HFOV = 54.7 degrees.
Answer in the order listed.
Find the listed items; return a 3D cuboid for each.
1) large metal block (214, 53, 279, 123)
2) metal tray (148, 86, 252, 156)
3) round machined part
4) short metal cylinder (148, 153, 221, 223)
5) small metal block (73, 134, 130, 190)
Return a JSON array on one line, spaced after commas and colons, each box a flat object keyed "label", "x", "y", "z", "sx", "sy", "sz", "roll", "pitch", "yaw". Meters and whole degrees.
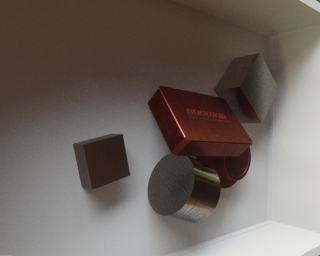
[{"label": "large metal block", "x": 0.146, "y": -0.064, "z": 0.516, "sx": 0.080, "sy": 0.050, "sz": 0.080, "roll": 50, "pitch": 60, "yaw": -29}, {"label": "metal tray", "x": 0.056, "y": -0.007, "z": 0.418, "sx": 0.131, "sy": 0.030, "sz": 0.090, "roll": 5, "pitch": 47, "yaw": -39}, {"label": "round machined part", "x": 0.106, "y": 0.047, "z": 0.488, "sx": 0.099, "sy": 0.042, "sz": 0.097, "roll": 0, "pitch": 90, "yaw": -40}, {"label": "short metal cylinder", "x": 0.030, "y": 0.077, "z": 0.398, "sx": 0.050, "sy": 0.080, "sz": 0.080, "roll": 27, "pitch": 73, "yaw": -37}, {"label": "small metal block", "x": -0.066, "y": 0.037, "z": 0.353, "sx": 0.050, "sy": 0.025, "sz": 0.050, "roll": -16, "pitch": 100, "yaw": -39}]
